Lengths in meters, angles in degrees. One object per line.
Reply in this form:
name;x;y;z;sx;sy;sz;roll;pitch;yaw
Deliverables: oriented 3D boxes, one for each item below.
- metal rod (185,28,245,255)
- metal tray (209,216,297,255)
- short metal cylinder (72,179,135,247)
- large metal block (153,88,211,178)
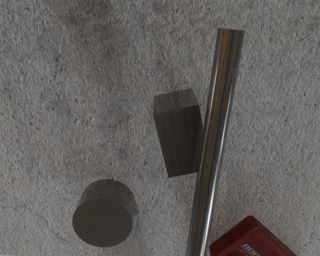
metal rod;0.054;0.046;0.342;0.025;0.025;0.298;4;111;-2
metal tray;0.153;0.208;0.485;0.130;0.030;0.090;43;104;-14
short metal cylinder;-0.077;0.120;0.440;0.081;0.050;0.079;0;110;0
large metal block;0.026;0.003;0.382;0.050;0.080;0.080;-12;110;4
